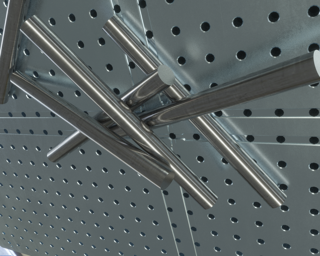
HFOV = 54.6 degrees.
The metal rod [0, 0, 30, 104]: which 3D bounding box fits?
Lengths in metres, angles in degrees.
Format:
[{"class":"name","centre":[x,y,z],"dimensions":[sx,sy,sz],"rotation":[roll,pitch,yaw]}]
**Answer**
[{"class":"metal rod","centre":[-0.202,-0.143,0.430],"dimensions":[0.025,0.025,0.298],"rotation":[38,129,2]}]

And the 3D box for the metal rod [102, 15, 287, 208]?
[{"class":"metal rod","centre":[0.045,-0.016,0.377],"dimensions":[0.300,0.025,0.025],"rotation":[46,129,-4]}]

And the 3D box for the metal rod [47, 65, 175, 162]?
[{"class":"metal rod","centre":[-0.088,-0.005,0.437],"dimensions":[0.299,0.025,0.025],"rotation":[-29,103,43]}]

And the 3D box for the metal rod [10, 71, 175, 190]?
[{"class":"metal rod","centre":[-0.106,-0.009,0.414],"dimensions":[0.300,0.025,0.025],"rotation":[31,130,27]}]

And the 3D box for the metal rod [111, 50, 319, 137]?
[{"class":"metal rod","centre":[0.025,-0.020,0.348],"dimensions":[0.299,0.025,0.025],"rotation":[-16,111,46]}]

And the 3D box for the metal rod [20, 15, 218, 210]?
[{"class":"metal rod","centre":[-0.038,-0.009,0.367],"dimensions":[0.300,0.025,0.025],"rotation":[45,130,-13]}]
